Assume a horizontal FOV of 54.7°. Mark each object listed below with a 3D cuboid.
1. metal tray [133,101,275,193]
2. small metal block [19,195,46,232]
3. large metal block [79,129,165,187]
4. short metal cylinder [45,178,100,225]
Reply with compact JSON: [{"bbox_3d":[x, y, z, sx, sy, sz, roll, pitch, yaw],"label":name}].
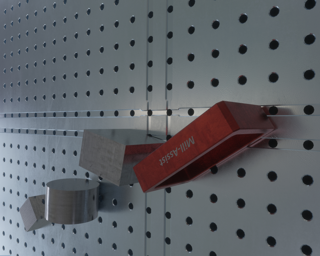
[{"bbox_3d":[0.045,0.022,0.329,0.129,0.091,0.030,-39,66,33],"label":"metal tray"},{"bbox_3d":[-0.252,0.170,0.618,0.050,0.025,0.050,-46,63,30],"label":"small metal block"},{"bbox_3d":[-0.048,0.035,0.413,0.080,0.081,0.050,17,101,39],"label":"large metal block"},{"bbox_3d":[-0.137,0.113,0.487,0.080,0.081,0.050,6,94,40],"label":"short metal cylinder"}]
